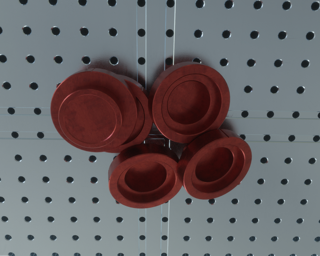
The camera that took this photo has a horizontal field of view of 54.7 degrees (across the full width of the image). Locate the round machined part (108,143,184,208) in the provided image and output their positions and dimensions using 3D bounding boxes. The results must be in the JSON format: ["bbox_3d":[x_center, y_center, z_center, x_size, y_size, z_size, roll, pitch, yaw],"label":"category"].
[{"bbox_3d":[-0.020,0.059,0.416,0.099,0.042,0.097,-6,125,-8],"label":"round machined part"}]

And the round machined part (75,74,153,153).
[{"bbox_3d":[-0.057,-0.021,0.395,0.099,0.042,0.097,0,110,-1],"label":"round machined part"}]

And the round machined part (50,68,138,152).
[{"bbox_3d":[-0.075,-0.016,0.352,0.099,0.042,0.097,0,110,-1],"label":"round machined part"}]

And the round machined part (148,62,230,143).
[{"bbox_3d":[0.033,-0.034,0.383,0.099,0.042,0.097,-6,112,-16],"label":"round machined part"}]

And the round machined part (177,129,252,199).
[{"bbox_3d":[0.067,0.043,0.409,0.099,0.042,0.097,-11,123,-18],"label":"round machined part"}]
